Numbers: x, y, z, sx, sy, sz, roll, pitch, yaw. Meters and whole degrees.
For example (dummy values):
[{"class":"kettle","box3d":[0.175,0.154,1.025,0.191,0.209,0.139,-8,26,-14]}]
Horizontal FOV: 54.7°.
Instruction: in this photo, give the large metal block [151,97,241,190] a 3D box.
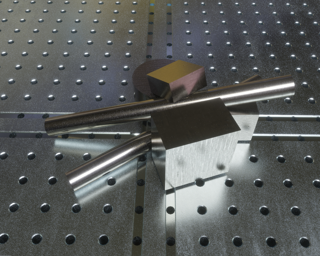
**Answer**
[{"class":"large metal block","box3d":[0.036,0.019,0.350,0.081,0.080,0.050,-14,52,-12]}]

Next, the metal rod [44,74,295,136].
[{"class":"metal rod","box3d":[0.004,-0.025,0.378,0.301,0.025,0.025,-9,50,9]}]

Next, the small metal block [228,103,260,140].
[{"class":"small metal block","box3d":[0.094,-0.009,0.395,0.050,0.050,0.025,-1,50,1]}]

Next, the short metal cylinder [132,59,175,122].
[{"class":"short metal cylinder","box3d":[0.003,-0.051,0.430,0.081,0.050,0.080,0,49,0]}]

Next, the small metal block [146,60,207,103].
[{"class":"small metal block","box3d":[0.020,-0.058,0.376,0.050,0.025,0.050,-29,33,-22]}]

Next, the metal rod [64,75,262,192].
[{"class":"metal rod","box3d":[0.022,-0.003,0.407,0.302,0.025,0.025,-28,55,-22]}]
